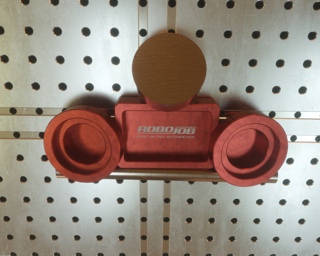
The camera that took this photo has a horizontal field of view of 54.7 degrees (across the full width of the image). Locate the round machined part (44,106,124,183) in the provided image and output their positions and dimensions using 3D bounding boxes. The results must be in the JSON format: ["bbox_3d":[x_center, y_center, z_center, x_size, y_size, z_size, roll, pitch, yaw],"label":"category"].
[{"bbox_3d":[-0.094,0.018,0.401,0.099,0.042,0.097,2,108,7],"label":"round machined part"}]

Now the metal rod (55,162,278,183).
[{"bbox_3d":[0.010,0.061,0.432,0.302,0.025,0.025,2,110,-1],"label":"metal rod"}]

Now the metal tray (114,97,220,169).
[{"bbox_3d":[0.008,0.007,0.408,0.131,0.030,0.089,1,111,-1],"label":"metal tray"}]

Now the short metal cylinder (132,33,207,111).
[{"bbox_3d":[0.010,-0.062,0.358,0.081,0.050,0.080,0,84,0],"label":"short metal cylinder"}]

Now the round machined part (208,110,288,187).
[{"bbox_3d":[0.110,0.024,0.405,0.099,0.042,0.097,-3,109,-8],"label":"round machined part"}]
